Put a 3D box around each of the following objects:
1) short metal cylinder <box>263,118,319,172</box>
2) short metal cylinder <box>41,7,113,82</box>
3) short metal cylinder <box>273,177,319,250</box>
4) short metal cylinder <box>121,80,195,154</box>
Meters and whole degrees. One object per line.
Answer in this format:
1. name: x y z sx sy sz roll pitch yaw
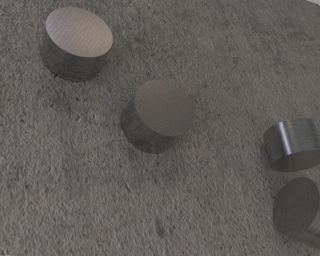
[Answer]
1. short metal cylinder: 0.200 0.027 0.459 0.081 0.080 0.050 10 58 -23
2. short metal cylinder: -0.106 -0.106 0.395 0.081 0.050 0.080 14 56 -21
3. short metal cylinder: 0.196 0.111 0.406 0.050 0.080 0.080 26 53 -12
4. short metal cylinder: -0.004 -0.014 0.394 0.081 0.050 0.080 14 56 -21
